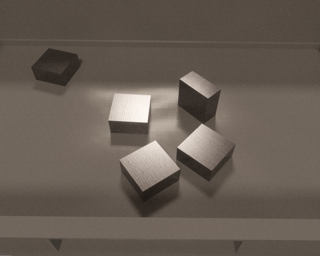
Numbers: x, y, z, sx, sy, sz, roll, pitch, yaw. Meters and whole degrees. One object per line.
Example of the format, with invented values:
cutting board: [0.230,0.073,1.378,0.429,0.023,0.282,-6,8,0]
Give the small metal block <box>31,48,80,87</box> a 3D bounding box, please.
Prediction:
small metal block: [-0.161,-0.095,0.483,0.050,0.025,0.050,14,51,11]

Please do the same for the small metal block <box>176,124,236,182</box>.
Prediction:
small metal block: [0.056,0.029,0.381,0.050,0.025,0.050,34,57,25]

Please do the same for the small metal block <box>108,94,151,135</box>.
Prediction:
small metal block: [-0.039,-0.019,0.421,0.050,0.025,0.050,3,50,2]

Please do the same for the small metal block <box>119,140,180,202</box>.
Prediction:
small metal block: [-0.012,0.050,0.363,0.050,0.025,0.050,-28,56,-22]

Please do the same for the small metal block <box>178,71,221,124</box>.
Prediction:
small metal block: [0.052,-0.042,0.425,0.025,0.050,0.050,-36,59,-26]
